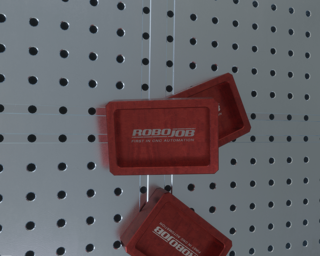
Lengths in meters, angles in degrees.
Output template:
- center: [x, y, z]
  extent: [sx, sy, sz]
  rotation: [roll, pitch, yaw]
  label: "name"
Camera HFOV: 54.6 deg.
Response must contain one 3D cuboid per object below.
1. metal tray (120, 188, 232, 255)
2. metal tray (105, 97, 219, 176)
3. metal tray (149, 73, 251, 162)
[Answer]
- center: [0.025, 0.155, 0.418]
  extent: [0.130, 0.030, 0.090]
  rotation: [41, 77, -16]
  label: "metal tray"
- center: [0.004, 0.010, 0.378]
  extent: [0.131, 0.030, 0.089]
  rotation: [-1, 100, 3]
  label: "metal tray"
- center: [0.054, -0.012, 0.429]
  extent: [0.131, 0.030, 0.090]
  rotation: [-24, 98, -18]
  label: "metal tray"
